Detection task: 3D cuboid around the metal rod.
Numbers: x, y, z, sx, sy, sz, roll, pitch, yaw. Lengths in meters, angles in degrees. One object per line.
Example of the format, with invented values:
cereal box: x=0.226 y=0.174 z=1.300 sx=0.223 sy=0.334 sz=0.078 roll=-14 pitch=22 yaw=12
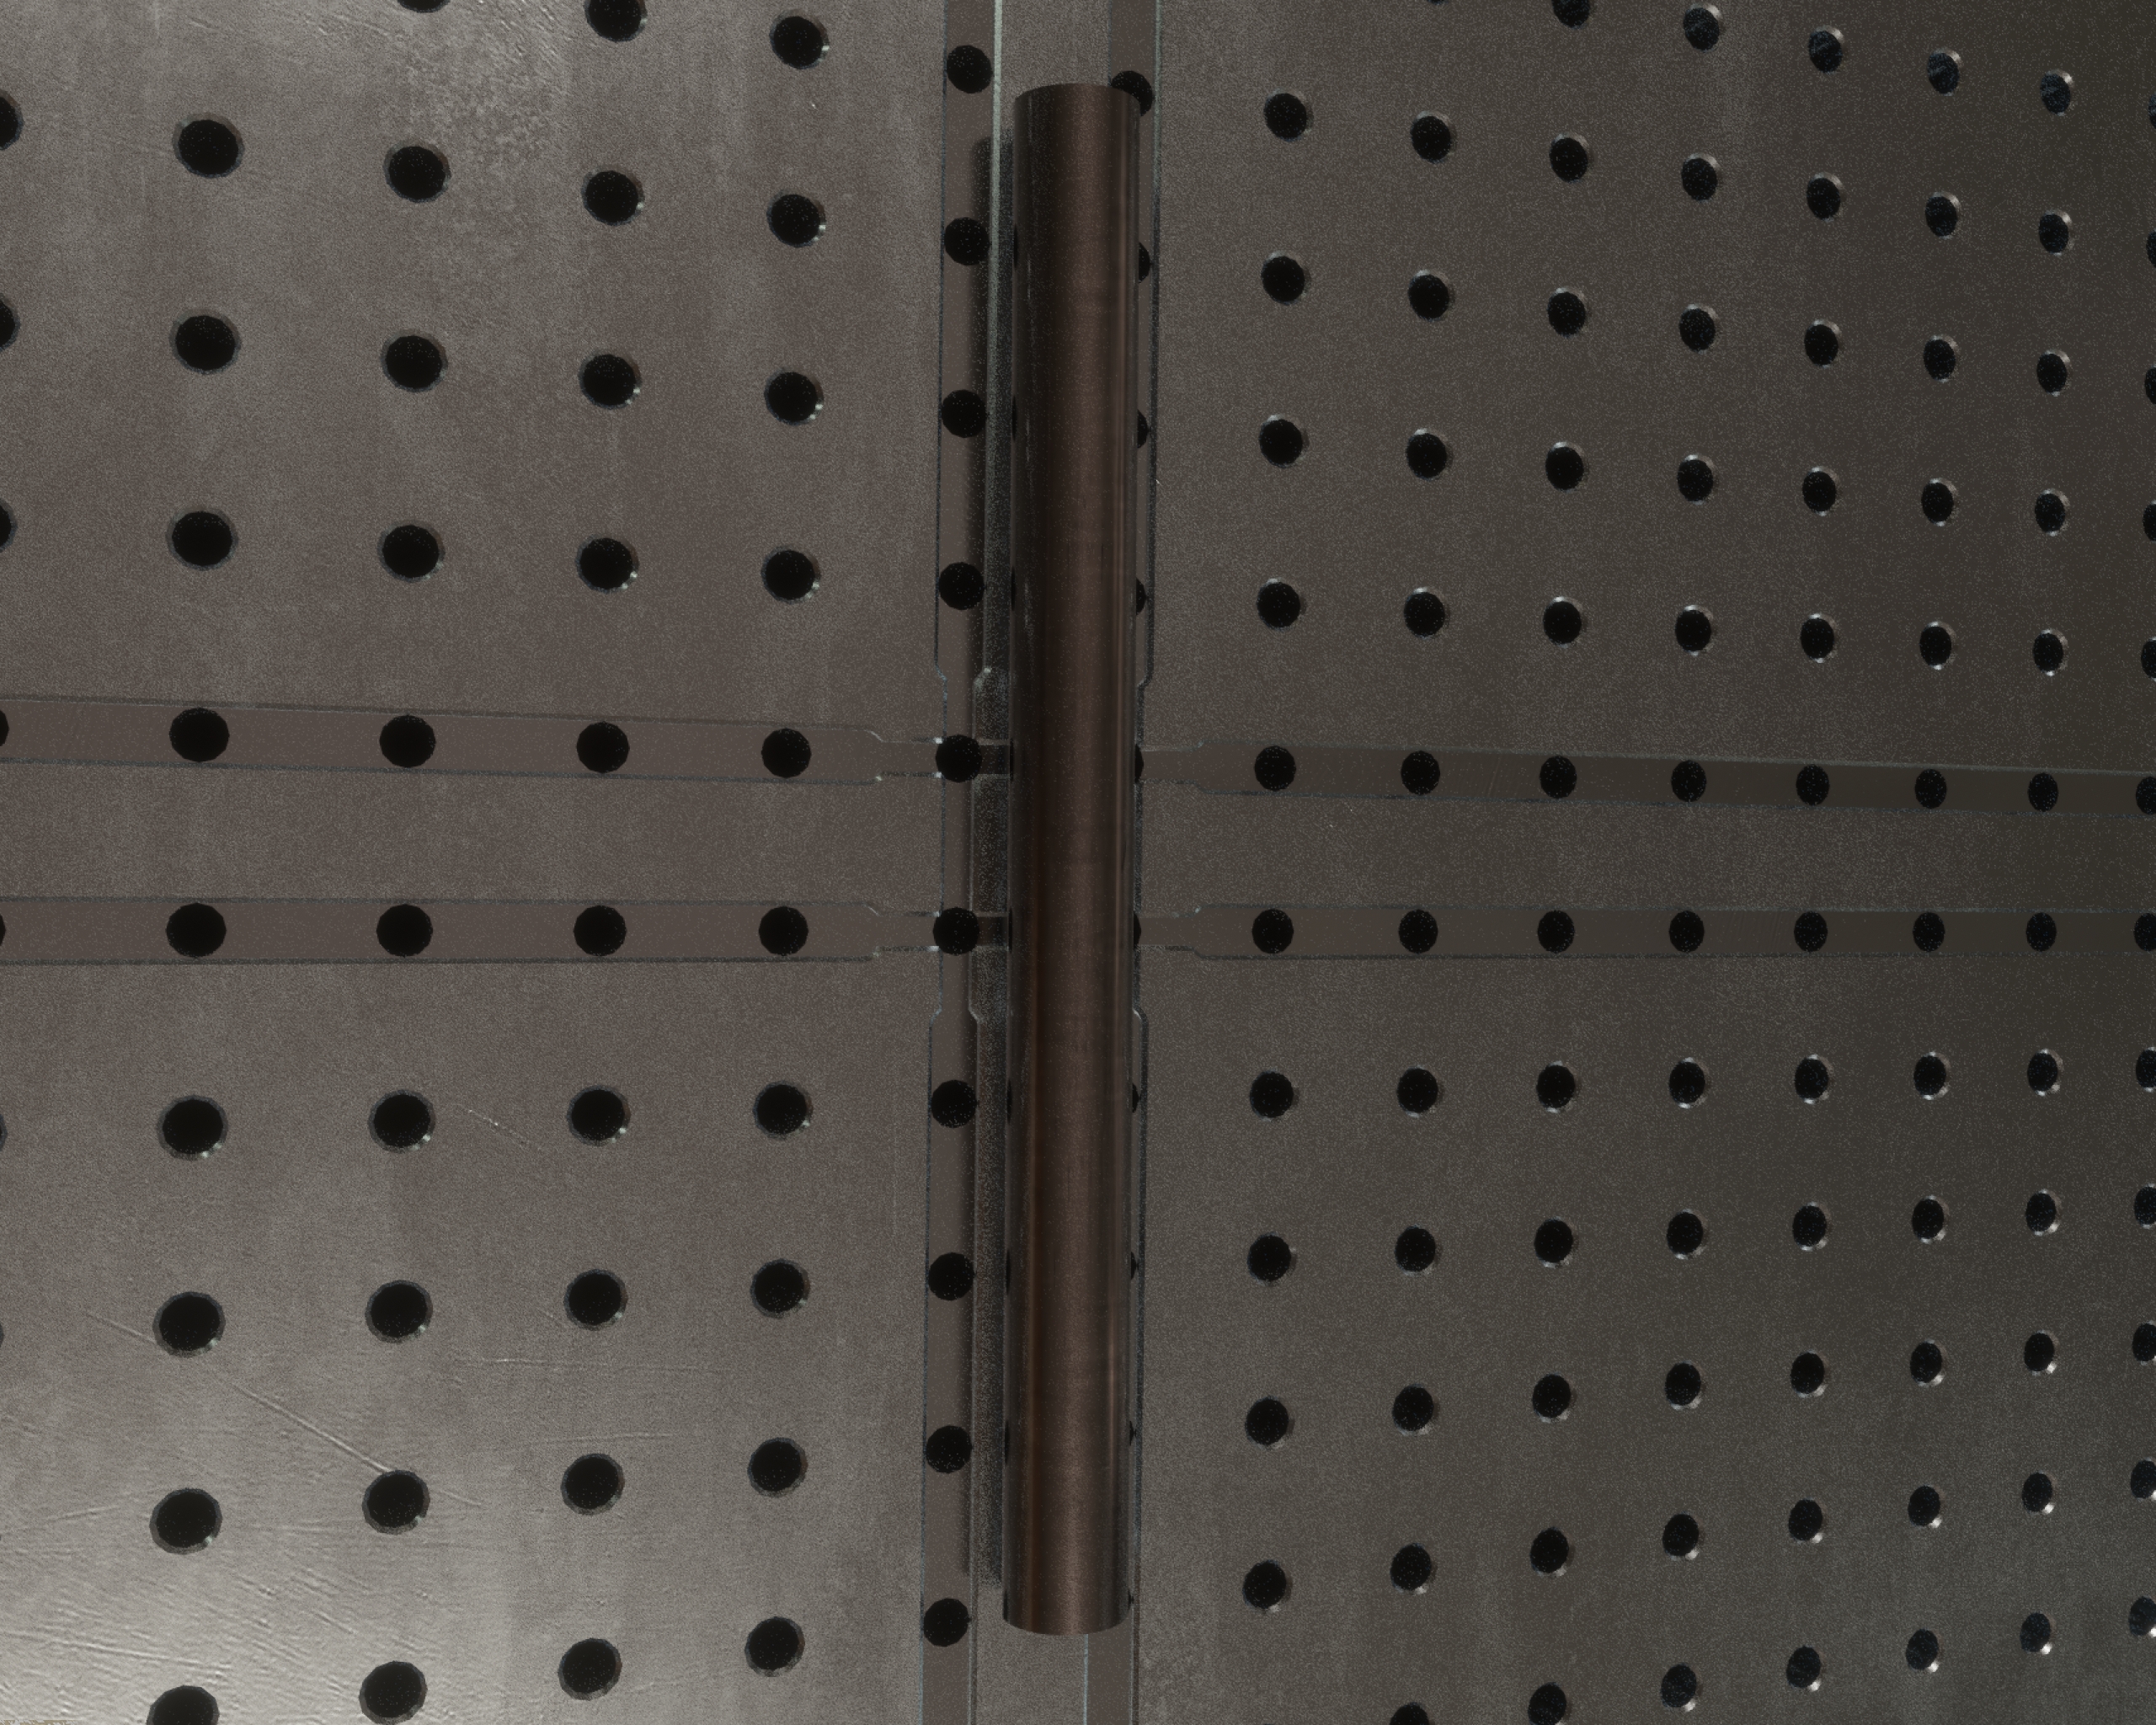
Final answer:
metal rod: x=-0.001 y=-0.001 z=0.413 sx=0.025 sy=0.025 sz=0.298 roll=0 pitch=90 yaw=-20
